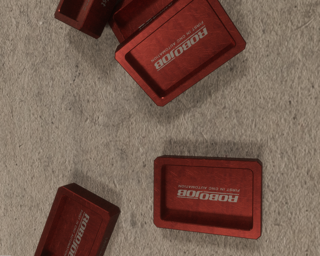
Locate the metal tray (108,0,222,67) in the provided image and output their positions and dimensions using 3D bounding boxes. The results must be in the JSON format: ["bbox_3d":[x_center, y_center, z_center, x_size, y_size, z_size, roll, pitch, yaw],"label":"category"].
[{"bbox_3d":[0.003,-0.147,0.404,0.130,0.030,0.090,-32,80,16],"label":"metal tray"}]

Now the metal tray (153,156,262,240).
[{"bbox_3d":[0.058,0.082,0.385,0.130,0.030,0.089,1,90,19],"label":"metal tray"}]

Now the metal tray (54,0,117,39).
[{"bbox_3d":[-0.088,-0.194,0.416,0.090,0.030,0.129,35,102,42],"label":"metal tray"}]

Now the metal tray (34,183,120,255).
[{"bbox_3d":[-0.122,0.157,0.447,0.090,0.030,0.129,24,98,18],"label":"metal tray"}]

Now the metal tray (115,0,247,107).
[{"bbox_3d":[0.023,-0.096,0.371,0.130,0.030,0.090,-34,115,18],"label":"metal tray"}]
